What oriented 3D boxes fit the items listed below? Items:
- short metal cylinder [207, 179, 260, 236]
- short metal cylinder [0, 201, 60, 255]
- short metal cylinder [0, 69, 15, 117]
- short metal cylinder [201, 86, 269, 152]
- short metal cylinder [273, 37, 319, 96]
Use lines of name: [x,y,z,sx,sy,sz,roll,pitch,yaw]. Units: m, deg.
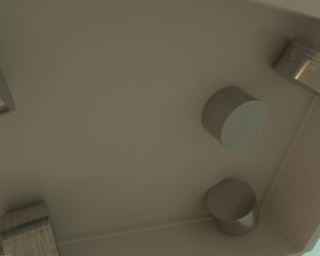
short metal cylinder: [0.124,0.134,0.523,0.080,0.080,0.050,-31,129,-9]
short metal cylinder: [-0.153,0.135,0.373,0.050,0.080,0.079,-15,125,-20]
short metal cylinder: [-0.165,-0.040,0.258,0.050,0.080,0.080,-25,128,-13]
short metal cylinder: [0.107,-0.013,0.442,0.081,0.050,0.079,-14,124,-21]
short metal cylinder: [0.208,-0.085,0.434,0.080,0.080,0.050,20,108,-36]
